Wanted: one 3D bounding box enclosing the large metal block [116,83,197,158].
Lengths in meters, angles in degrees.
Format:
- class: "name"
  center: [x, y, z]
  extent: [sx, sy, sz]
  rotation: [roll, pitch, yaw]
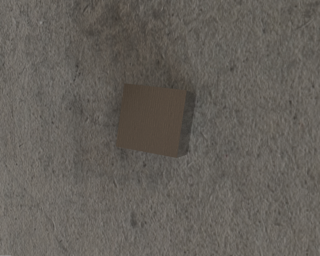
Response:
- class: "large metal block"
  center: [-0.004, -0.010, 0.396]
  extent: [0.080, 0.050, 0.079]
  rotation: [9, 93, 19]
